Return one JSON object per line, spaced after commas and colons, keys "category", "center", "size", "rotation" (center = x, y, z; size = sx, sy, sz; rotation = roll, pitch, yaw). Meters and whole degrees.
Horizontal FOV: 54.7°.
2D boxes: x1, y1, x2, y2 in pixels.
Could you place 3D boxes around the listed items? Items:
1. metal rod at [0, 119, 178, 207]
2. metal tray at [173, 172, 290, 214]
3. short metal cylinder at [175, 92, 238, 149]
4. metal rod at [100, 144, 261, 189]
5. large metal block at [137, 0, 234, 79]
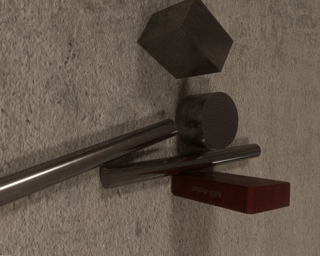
{"category": "metal rod", "center": [-0.096, 0.040, 0.325], "size": [0.302, 0.025, 0.025], "rotation": [-20, 103, -38]}
{"category": "metal tray", "center": [0.092, 0.082, 0.417], "size": [0.091, 0.130, 0.030], "rotation": [4, 88, -40]}
{"category": "short metal cylinder", "center": [0.068, -0.010, 0.448], "size": [0.081, 0.050, 0.079], "rotation": [0, 90, -40]}
{"category": "metal rod", "center": [0.053, 0.049, 0.451], "size": [0.302, 0.025, 0.025], "rotation": [-4, 93, -40]}
{"category": "large metal block", "center": [0.033, -0.111, 0.398], "size": [0.080, 0.080, 0.050], "rotation": [37, 67, -34]}
